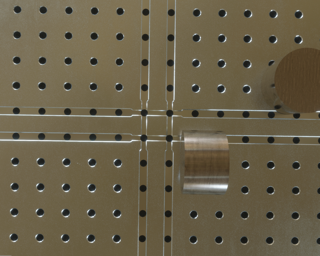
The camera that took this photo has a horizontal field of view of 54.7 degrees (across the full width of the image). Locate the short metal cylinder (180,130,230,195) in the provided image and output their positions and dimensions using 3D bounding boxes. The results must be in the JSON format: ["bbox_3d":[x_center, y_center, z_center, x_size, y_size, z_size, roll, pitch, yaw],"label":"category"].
[{"bbox_3d":[0.053,0.043,0.386,0.050,0.080,0.079,1,90,0],"label":"short metal cylinder"}]

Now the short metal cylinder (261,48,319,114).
[{"bbox_3d":[0.180,-0.058,0.402,0.081,0.050,0.079,0,90,0],"label":"short metal cylinder"}]
